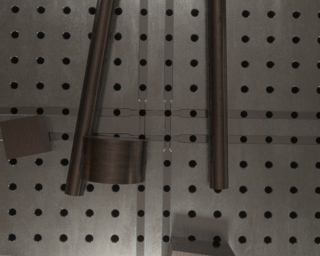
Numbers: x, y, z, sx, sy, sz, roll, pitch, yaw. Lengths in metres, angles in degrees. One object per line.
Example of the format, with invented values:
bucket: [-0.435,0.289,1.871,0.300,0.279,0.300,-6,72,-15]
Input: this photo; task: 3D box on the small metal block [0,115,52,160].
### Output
small metal block: [-0.177,0.012,0.411,0.050,0.025,0.050,-11,90,-1]

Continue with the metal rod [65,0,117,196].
metal rod: [-0.089,-0.060,0.412,0.025,0.025,0.298,10,90,-1]

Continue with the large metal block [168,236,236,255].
large metal block: [0.049,0.194,0.402,0.081,0.050,0.080,8,90,-1]

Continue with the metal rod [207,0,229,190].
metal rod: [0.077,-0.069,0.414,0.025,0.025,0.298,-1,90,-1]

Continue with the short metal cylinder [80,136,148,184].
short metal cylinder: [-0.056,0.037,0.385,0.081,0.080,0.050,4,90,-1]
